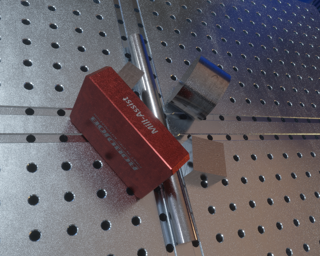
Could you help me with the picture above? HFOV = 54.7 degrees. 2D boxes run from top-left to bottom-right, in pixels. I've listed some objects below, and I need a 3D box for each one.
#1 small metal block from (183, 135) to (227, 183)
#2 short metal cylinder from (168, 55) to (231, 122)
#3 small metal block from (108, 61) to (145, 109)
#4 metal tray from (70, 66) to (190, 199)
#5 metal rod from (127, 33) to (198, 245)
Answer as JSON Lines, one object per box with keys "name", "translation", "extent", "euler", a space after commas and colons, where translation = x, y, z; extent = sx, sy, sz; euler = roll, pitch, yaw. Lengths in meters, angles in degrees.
{"name": "small metal block", "translation": [0.059, 0.043, 0.417], "extent": [0.050, 0.025, 0.050], "euler": [14, 56, -21]}
{"name": "short metal cylinder", "translation": [0.055, -0.056, 0.438], "extent": [0.050, 0.080, 0.080], "euler": [33, 51, -7]}
{"name": "small metal block", "translation": [-0.050, -0.049, 0.395], "extent": [0.025, 0.050, 0.050], "euler": [36, 51, -5]}
{"name": "metal tray", "translation": [-0.039, 0.008, 0.341], "extent": [0.130, 0.090, 0.030], "euler": [48, 51, 5]}
{"name": "metal rod", "translation": [-0.004, -0.003, 0.409], "extent": [0.025, 0.025, 0.299], "euler": [0, 62, -29]}
